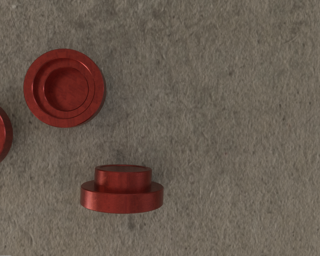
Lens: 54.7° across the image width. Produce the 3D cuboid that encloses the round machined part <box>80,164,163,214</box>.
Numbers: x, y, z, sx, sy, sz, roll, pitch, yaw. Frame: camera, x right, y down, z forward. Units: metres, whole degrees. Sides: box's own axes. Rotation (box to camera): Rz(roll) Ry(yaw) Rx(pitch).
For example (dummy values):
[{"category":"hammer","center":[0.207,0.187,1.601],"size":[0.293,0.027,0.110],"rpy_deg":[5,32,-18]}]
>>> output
[{"category":"round machined part","center":[-0.045,0.069,0.373],"size":[0.099,0.098,0.042],"rpy_deg":[2,90,-1]}]

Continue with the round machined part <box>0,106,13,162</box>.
[{"category":"round machined part","center":[-0.238,0.008,0.398],"size":[0.099,0.042,0.097],"rpy_deg":[0,90,-1]}]

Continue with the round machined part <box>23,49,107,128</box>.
[{"category":"round machined part","center":[-0.118,-0.049,0.400],"size":[0.099,0.042,0.097],"rpy_deg":[0,90,-1]}]
